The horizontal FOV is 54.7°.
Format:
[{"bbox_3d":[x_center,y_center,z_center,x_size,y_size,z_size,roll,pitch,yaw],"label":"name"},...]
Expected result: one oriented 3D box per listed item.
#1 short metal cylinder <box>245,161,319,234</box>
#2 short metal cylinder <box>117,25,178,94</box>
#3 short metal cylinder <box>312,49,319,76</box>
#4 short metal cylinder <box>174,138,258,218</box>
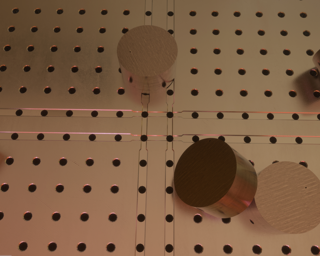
[{"bbox_3d":[0.145,0.084,0.368,0.081,0.050,0.080,0,70,0],"label":"short metal cylinder"},{"bbox_3d":[-0.017,-0.095,0.433,0.081,0.050,0.080,0,70,0],"label":"short metal cylinder"},{"bbox_3d":[0.257,-0.088,0.416,0.081,0.080,0.050,-14,71,-5],"label":"short metal cylinder"},{"bbox_3d":[0.063,0.058,0.356,0.080,0.050,0.080,-23,50,32],"label":"short metal cylinder"}]
